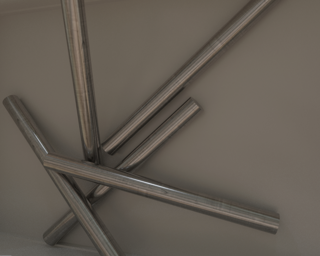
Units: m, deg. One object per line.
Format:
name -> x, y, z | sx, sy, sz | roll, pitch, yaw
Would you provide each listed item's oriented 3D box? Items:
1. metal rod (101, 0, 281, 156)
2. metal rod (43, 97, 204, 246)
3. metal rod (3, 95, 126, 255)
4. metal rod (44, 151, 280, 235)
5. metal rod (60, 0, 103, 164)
metal rod -> 0.034, -0.069, 0.397 | 0.299, 0.025, 0.025 | -42, 77, 14
metal rod -> -0.059, 0.068, 0.430 | 0.299, 0.025, 0.025 | -43, 77, 14
metal rod -> -0.145, 0.062, 0.440 | 0.025, 0.025, 0.300 | -46, 69, 14
metal rod -> -0.007, 0.078, 0.392 | 0.301, 0.025, 0.025 | 13, 95, 11
metal rod -> -0.095, -0.072, 0.375 | 0.025, 0.025, 0.298 | 10, 120, 19
